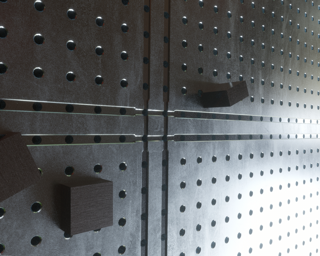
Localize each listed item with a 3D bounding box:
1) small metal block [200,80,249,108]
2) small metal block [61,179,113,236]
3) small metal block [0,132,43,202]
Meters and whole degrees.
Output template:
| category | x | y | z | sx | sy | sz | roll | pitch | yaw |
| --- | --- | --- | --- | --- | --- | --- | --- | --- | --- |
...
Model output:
| category | x | y | z | sx | sy | sz | roll | pitch | yaw |
| --- | --- | --- | --- | --- | --- | --- | --- | --- | --- |
| small metal block | 0.100 | -0.052 | 0.479 | 0.050 | 0.050 | 0.025 | -28 | 108 | -37 |
| small metal block | -0.080 | 0.086 | 0.343 | 0.050 | 0.025 | 0.050 | 0 | 90 | -40 |
| small metal block | -0.147 | 0.037 | 0.287 | 0.050 | 0.025 | 0.050 | -31 | 110 | -36 |
